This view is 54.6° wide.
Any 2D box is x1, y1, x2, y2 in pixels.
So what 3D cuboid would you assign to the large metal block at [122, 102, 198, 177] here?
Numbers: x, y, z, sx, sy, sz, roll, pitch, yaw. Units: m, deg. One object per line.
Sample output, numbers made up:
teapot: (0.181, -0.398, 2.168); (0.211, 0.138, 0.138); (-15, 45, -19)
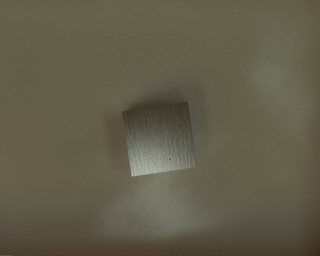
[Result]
large metal block: (0.000, 0.013, 0.399); (0.080, 0.050, 0.080); (-8, 90, 0)
